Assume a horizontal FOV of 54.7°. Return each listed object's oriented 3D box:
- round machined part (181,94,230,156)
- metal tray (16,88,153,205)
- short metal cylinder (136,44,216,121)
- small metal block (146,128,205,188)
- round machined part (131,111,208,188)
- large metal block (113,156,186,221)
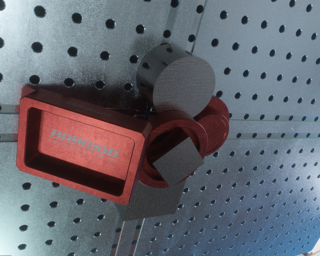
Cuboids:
[{"bbox_3d":[0.056,0.001,0.430,0.099,0.042,0.097,-14,124,-21],"label":"round machined part"},{"bbox_3d":[-0.082,0.020,0.329,0.131,0.030,0.089,17,114,4],"label":"metal tray"},{"bbox_3d":[0.018,-0.054,0.371,0.081,0.050,0.079,-14,124,-21],"label":"short metal cylinder"},{"bbox_3d":[0.017,0.034,0.361,0.050,0.025,0.050,-36,129,-4],"label":"small metal block"},{"bbox_3d":[0.006,0.022,0.379,0.099,0.042,0.097,-14,124,-21],"label":"round machined part"},{"bbox_3d":[-0.015,0.077,0.431,0.081,0.050,0.079,1,118,-29],"label":"large metal block"}]
